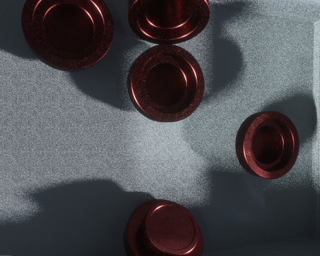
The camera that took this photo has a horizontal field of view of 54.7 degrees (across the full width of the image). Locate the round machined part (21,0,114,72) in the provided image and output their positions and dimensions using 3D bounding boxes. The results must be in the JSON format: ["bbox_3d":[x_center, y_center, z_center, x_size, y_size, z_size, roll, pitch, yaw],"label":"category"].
[{"bbox_3d":[-0.107,-0.114,0.362,0.099,0.042,0.097,0,90,-21],"label":"round machined part"}]

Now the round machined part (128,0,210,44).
[{"bbox_3d":[0.010,-0.150,0.381,0.099,0.098,0.042,6,66,-20],"label":"round machined part"}]

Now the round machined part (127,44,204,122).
[{"bbox_3d":[0.005,-0.056,0.404,0.099,0.042,0.097,0,90,-21],"label":"round machined part"}]

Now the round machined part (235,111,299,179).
[{"bbox_3d":[0.153,0.024,0.460,0.099,0.042,0.097,0,90,-21],"label":"round machined part"}]

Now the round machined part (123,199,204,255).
[{"bbox_3d":[0.008,0.129,0.377,0.099,0.042,0.098,14,43,-13],"label":"round machined part"}]
